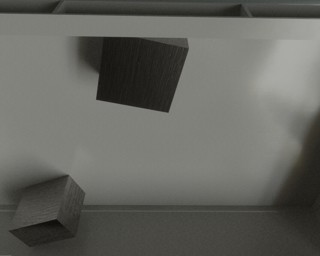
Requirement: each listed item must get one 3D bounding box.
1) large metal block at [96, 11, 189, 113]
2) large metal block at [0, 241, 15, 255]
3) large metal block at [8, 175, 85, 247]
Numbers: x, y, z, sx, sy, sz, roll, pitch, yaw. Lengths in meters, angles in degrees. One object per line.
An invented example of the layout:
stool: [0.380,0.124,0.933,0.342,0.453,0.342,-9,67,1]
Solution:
large metal block: [-0.021,-0.069,0.333,0.081,0.050,0.079,10,130,-9]
large metal block: [-0.342,0.273,0.603,0.080,0.080,0.050,-33,123,24]
large metal block: [-0.171,0.128,0.480,0.080,0.080,0.050,-17,128,13]
